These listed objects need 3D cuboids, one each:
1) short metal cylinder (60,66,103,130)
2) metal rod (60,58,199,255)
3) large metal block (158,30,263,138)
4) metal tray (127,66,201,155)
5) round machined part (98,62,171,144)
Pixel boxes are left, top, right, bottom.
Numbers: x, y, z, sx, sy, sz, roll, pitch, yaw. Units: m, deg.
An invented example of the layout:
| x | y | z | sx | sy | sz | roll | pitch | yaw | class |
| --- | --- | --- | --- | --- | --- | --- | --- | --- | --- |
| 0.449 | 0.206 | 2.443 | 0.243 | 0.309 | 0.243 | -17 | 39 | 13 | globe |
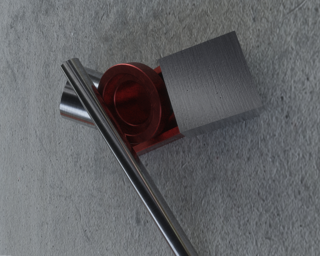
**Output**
| x | y | z | sx | sy | sz | roll | pitch | yaw | class |
| --- | --- | --- | --- | --- | --- | --- | --- | --- | --- |
| -0.100 | -0.043 | 0.442 | 0.050 | 0.080 | 0.079 | 19 | 105 | 1 | short metal cylinder |
| -0.033 | 0.048 | 0.375 | 0.025 | 0.025 | 0.299 | -34 | 87 | 35 | metal rod |
| 0.052 | -0.042 | 0.324 | 0.080 | 0.050 | 0.080 | -18 | 77 | 11 | large metal block |
| -0.009 | -0.022 | 0.408 | 0.130 | 0.030 | 0.090 | -26 | 74 | 36 | metal tray |
| -0.028 | -0.033 | 0.385 | 0.098 | 0.042 | 0.097 | 12 | 112 | 32 | round machined part |
